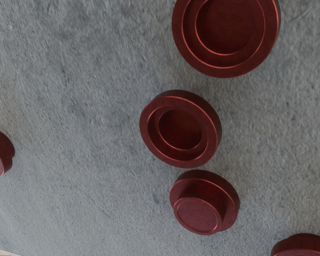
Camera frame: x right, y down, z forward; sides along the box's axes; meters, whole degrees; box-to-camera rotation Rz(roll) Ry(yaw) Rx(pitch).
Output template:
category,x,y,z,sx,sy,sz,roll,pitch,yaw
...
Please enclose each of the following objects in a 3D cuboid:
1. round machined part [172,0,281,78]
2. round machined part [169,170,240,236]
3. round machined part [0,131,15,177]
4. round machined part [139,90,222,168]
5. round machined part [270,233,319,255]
category,x,y,z,sx,sy,sz,roll,pitch,yaw
round machined part,0.065,-0.101,0.299,0.098,0.042,0.097,13,124,20
round machined part,0.058,0.110,0.432,0.098,0.042,0.097,13,124,20
round machined part,-0.316,0.041,0.585,0.098,0.042,0.097,13,124,20
round machined part,0.028,-0.002,0.379,0.098,0.042,0.097,13,124,20
round machined part,0.195,0.177,0.402,0.098,0.042,0.097,13,124,20
